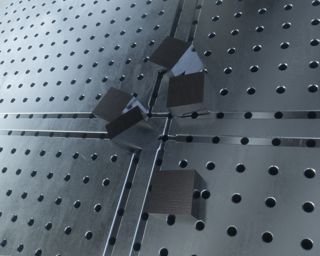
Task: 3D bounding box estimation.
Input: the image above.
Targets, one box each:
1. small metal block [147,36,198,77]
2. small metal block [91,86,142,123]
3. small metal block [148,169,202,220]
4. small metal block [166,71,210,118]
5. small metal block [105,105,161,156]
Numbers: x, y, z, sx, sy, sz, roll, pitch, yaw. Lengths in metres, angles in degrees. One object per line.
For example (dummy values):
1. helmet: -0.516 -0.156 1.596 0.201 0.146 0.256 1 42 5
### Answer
1. small metal block: 0.019 -0.105 0.462 0.050 0.025 0.050 31 78 37
2. small metal block: -0.064 -0.028 0.457 0.050 0.025 0.050 26 75 36
3. small metal block: 0.018 0.076 0.351 0.050 0.025 0.050 -5 59 25
4. small metal block: 0.038 -0.045 0.414 0.050 0.025 0.050 -7 58 24
5. small metal block: -0.035 0.005 0.406 0.050 0.050 0.025 -32 52 7
